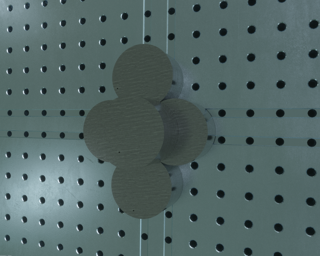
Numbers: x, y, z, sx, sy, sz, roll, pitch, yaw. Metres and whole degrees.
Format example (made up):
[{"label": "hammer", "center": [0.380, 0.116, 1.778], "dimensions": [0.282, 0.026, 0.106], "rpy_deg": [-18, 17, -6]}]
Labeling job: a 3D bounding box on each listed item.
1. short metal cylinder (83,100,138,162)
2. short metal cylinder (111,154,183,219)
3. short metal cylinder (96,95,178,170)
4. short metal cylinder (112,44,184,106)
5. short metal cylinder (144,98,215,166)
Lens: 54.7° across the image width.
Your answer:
[{"label": "short metal cylinder", "center": [-0.055, 0.004, 0.419], "dimensions": [0.080, 0.050, 0.079], "rpy_deg": [0, 90, 20]}, {"label": "short metal cylinder", "center": [-0.016, 0.072, 0.404], "dimensions": [0.080, 0.050, 0.080], "rpy_deg": [-1, 88, 19]}, {"label": "short metal cylinder", "center": [-0.025, 0.005, 0.354], "dimensions": [0.080, 0.050, 0.079], "rpy_deg": [0, 90, 20]}, {"label": "short metal cylinder", "center": [-0.014, -0.064, 0.404], "dimensions": [0.080, 0.050, 0.079], "rpy_deg": [0, 90, 19]}, {"label": "short metal cylinder", "center": [0.025, 0.005, 0.390], "dimensions": [0.080, 0.050, 0.080], "rpy_deg": [0, 90, 20]}]
